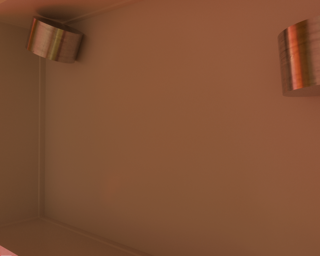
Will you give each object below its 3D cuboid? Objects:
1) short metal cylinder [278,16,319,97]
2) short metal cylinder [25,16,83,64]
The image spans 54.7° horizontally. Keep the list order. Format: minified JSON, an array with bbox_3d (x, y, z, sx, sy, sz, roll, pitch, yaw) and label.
[{"bbox_3d":[0.141,-0.057,0.254,0.080,0.081,0.050,-6,86,39],"label":"short metal cylinder"},{"bbox_3d":[-0.174,-0.145,0.511,0.080,0.081,0.050,35,111,34],"label":"short metal cylinder"}]
